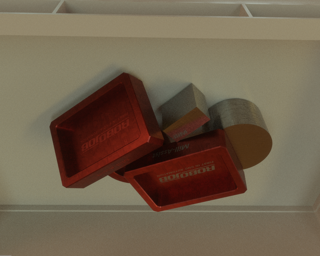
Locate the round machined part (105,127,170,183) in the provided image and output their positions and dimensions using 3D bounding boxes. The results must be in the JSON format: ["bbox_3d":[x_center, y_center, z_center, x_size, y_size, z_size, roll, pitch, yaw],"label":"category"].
[{"bbox_3d":[-0.033,0.029,0.421,0.099,0.042,0.097,-1,130,0],"label":"round machined part"}]

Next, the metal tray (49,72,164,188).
[{"bbox_3d":[-0.068,0.006,0.366,0.130,0.090,0.030,-30,156,22],"label":"metal tray"}]

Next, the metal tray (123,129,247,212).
[{"bbox_3d":[0.032,0.058,0.391,0.130,0.030,0.090,-18,128,20],"label":"metal tray"}]

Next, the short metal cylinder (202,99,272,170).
[{"bbox_3d":[0.097,0.009,0.399,0.081,0.050,0.079,0,130,0],"label":"short metal cylinder"}]

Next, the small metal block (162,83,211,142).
[{"bbox_3d":[0.030,-0.019,0.374,0.050,0.050,0.025,-36,122,24],"label":"small metal block"}]
